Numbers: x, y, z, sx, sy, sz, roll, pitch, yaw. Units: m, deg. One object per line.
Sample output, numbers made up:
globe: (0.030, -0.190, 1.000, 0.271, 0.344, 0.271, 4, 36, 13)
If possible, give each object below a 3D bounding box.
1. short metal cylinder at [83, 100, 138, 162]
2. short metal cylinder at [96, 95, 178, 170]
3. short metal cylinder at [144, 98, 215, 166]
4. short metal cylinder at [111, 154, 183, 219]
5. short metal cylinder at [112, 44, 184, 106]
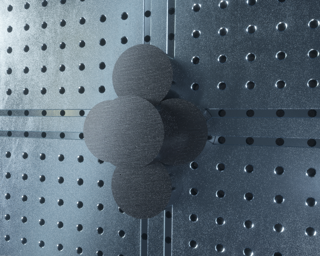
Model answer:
short metal cylinder: (-0.055, 0.004, 0.419, 0.080, 0.050, 0.079, 0, 90, 20)
short metal cylinder: (-0.025, 0.005, 0.354, 0.080, 0.050, 0.079, 0, 90, 20)
short metal cylinder: (0.025, 0.005, 0.390, 0.080, 0.050, 0.080, 0, 90, 20)
short metal cylinder: (-0.016, 0.072, 0.404, 0.080, 0.050, 0.080, -1, 88, 19)
short metal cylinder: (-0.014, -0.064, 0.404, 0.080, 0.050, 0.079, 0, 90, 19)
